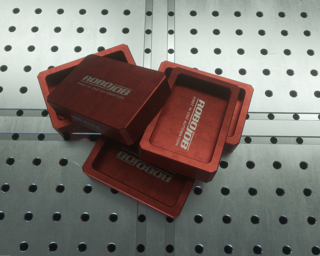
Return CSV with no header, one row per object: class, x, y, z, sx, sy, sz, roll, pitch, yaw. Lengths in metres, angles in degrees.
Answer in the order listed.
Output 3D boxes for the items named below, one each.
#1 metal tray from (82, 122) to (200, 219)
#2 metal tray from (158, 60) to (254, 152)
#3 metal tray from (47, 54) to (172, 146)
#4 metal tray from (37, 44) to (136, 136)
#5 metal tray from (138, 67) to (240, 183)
metal tray,-0.019,0.045,0.392,0.130,0.030,0.090,25,72,9
metal tray,0.050,-0.031,0.420,0.130,0.030,0.090,18,71,7
metal tray,-0.063,-0.040,0.380,0.130,0.030,0.090,20,62,30
metal tray,-0.091,-0.054,0.428,0.131,0.030,0.090,-21,71,-7
metal tray,0.038,-0.009,0.379,0.090,0.030,0.130,19,60,7
